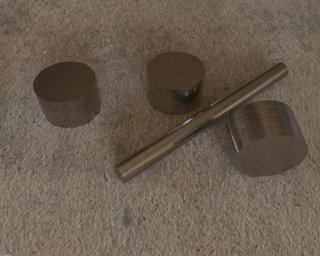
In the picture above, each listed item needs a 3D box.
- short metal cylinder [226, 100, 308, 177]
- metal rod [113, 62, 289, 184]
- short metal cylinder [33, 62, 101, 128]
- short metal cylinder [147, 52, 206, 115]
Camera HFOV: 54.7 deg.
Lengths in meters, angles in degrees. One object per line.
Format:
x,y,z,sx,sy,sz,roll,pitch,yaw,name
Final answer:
0.120,0.014,0.357,0.081,0.080,0.050,-2,50,-1,short metal cylinder
0.071,-0.018,0.418,0.302,0.025,0.025,-32,57,-24,metal rod
-0.125,-0.046,0.425,0.081,0.050,0.080,0,50,0,short metal cylinder
0.022,-0.064,0.441,0.081,0.050,0.080,0,50,0,short metal cylinder
